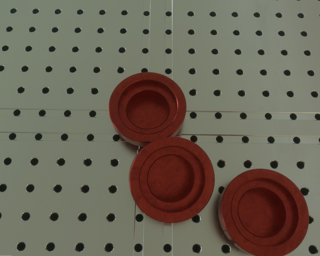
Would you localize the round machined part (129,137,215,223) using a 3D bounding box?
[{"bbox_3d":[0.012,0.059,0.371,0.099,0.042,0.097,1,86,-8],"label":"round machined part"}]

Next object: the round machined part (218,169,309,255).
[{"bbox_3d":[0.118,0.101,0.367,0.099,0.042,0.098,0,70,-1],"label":"round machined part"}]

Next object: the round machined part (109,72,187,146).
[{"bbox_3d":[-0.016,-0.021,0.410,0.099,0.042,0.098,0,70,0],"label":"round machined part"}]
